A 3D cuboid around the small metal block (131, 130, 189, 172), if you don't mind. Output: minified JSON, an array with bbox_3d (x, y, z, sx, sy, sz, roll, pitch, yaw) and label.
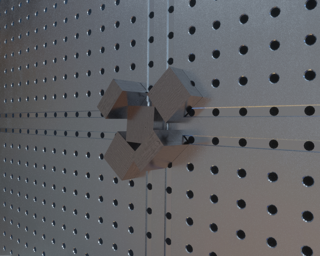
[{"bbox_3d":[0.000,0.028,0.394,0.050,0.050,0.025,-50,60,28],"label":"small metal block"}]

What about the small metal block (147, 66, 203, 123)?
[{"bbox_3d":[0.018,-0.041,0.396,0.050,0.025,0.050,-48,62,30],"label":"small metal block"}]

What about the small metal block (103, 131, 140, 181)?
[{"bbox_3d":[-0.050,0.040,0.451,0.050,0.025,0.050,45,117,30],"label":"small metal block"}]

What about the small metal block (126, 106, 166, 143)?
[{"bbox_3d":[-0.019,-0.004,0.425,0.050,0.025,0.050,5,92,41],"label":"small metal block"}]

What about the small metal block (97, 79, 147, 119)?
[{"bbox_3d":[-0.052,-0.040,0.437,0.025,0.050,0.050,51,121,27],"label":"small metal block"}]
